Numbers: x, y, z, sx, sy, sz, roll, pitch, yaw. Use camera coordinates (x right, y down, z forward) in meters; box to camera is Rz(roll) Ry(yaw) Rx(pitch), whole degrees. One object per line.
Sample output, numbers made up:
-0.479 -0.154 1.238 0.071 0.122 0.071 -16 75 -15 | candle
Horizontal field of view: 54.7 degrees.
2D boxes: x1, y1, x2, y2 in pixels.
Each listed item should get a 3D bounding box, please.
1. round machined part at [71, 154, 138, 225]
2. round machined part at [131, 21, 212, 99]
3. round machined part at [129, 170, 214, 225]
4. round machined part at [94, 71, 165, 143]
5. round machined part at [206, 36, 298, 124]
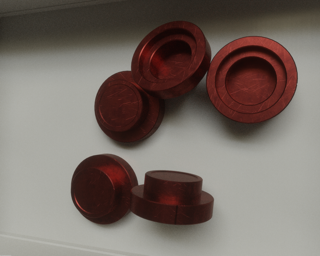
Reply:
-0.083 0.086 0.431 0.098 0.042 0.097 0 90 20 | round machined part
0.017 -0.079 0.383 0.098 0.042 0.098 -12 63 24 | round machined part
0.015 0.077 0.366 0.098 0.098 0.042 6 92 20 | round machined part
-0.046 -0.029 0.418 0.098 0.042 0.097 0 90 20 | round machined part
0.107 -0.054 0.364 0.098 0.042 0.097 0 90 20 | round machined part
